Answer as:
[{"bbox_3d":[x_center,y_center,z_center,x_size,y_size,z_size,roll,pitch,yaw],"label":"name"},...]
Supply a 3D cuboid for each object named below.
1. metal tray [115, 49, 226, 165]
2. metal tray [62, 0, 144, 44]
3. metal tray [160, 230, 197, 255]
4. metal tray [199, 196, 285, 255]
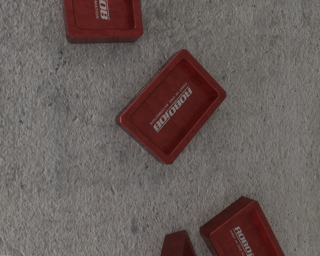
[{"bbox_3d":[0.017,-0.028,0.412,0.090,0.030,0.130,44,76,-15],"label":"metal tray"},{"bbox_3d":[-0.074,-0.172,0.378,0.091,0.030,0.129,-7,93,-20],"label":"metal tray"},{"bbox_3d":[0.038,0.208,0.387,0.030,0.090,0.129,-19,98,11],"label":"metal tray"},{"bbox_3d":[0.126,0.178,0.452,0.091,0.030,0.130,-31,100,-17],"label":"metal tray"}]
